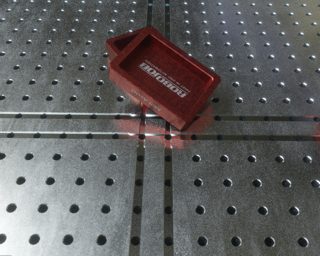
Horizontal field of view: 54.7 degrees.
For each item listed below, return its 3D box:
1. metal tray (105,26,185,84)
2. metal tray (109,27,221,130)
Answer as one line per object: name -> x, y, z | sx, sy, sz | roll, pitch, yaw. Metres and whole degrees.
metal tray -> -0.018, -0.109, 0.495 | 0.091, 0.030, 0.130 | -25, 55, -20
metal tray -> 0.007, -0.069, 0.427 | 0.130, 0.030, 0.090 | 36, 66, 3
